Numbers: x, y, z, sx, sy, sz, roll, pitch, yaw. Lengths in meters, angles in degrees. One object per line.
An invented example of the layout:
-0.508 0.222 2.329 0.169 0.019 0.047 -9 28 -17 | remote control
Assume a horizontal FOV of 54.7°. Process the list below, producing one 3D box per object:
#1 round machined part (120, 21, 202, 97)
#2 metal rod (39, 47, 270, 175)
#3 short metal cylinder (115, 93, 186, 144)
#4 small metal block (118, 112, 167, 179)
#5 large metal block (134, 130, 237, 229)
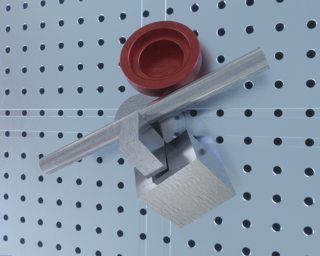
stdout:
0.003 -0.082 0.389 0.098 0.042 0.098 -5 67 11 | round machined part
-0.021 -0.011 0.365 0.300 0.025 0.025 -25 82 17 | metal rod
-0.012 -0.003 0.402 0.080 0.050 0.079 0 90 19 | short metal cylinder
-0.019 0.019 0.340 0.025 0.050 0.050 -31 122 17 | small metal block
0.028 0.062 0.364 0.080 0.050 0.080 -37 123 16 | large metal block
